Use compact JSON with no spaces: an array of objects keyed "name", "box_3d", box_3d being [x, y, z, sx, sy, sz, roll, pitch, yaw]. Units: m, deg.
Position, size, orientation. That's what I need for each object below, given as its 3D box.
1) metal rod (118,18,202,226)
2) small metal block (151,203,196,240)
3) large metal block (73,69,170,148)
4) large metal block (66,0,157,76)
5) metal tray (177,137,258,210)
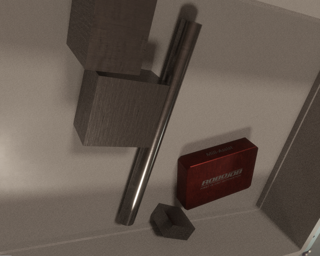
[{"name":"metal rod","box_3d":[-0.007,0.009,0.411,0.025,0.025,0.298,4,116,-31]},{"name":"small metal block","box_3d":[0.021,0.151,0.500,0.050,0.050,0.025,23,106,-37]},{"name":"large metal block","box_3d":[-0.046,-0.025,0.353,0.081,0.050,0.079,4,117,-31]},{"name":"large metal block","box_3d":[-0.048,-0.102,0.285,0.050,0.080,0.079,1,118,-30]},{"name":"metal tray","box_3d":[0.093,0.074,0.504,0.131,0.030,0.089,-14,124,-21]}]
